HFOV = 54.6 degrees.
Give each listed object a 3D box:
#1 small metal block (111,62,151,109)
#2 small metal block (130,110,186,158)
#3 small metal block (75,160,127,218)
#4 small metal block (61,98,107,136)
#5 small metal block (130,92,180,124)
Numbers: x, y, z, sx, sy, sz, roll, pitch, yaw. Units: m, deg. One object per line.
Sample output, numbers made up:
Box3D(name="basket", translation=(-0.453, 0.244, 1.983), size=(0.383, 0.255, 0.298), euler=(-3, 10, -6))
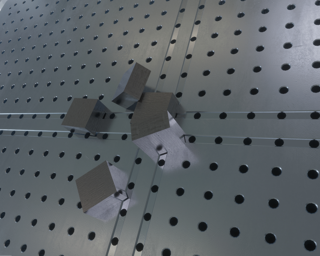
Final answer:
Box3D(name="small metal block", translation=(-0.043, -0.061, 0.454), size=(0.050, 0.025, 0.050), euler=(-22, 43, 60))
Box3D(name="small metal block", translation=(-0.002, 0.009, 0.389), size=(0.050, 0.050, 0.025), euler=(-20, 54, 16))
Box3D(name="small metal block", translation=(-0.077, 0.079, 0.401), size=(0.050, 0.025, 0.050), euler=(-33, 51, 6))
Box3D(name="small metal block", translation=(-0.118, -0.018, 0.483), size=(0.050, 0.025, 0.050), euler=(6, 65, 31))
Box3D(name="small metal block", translation=(-0.007, -0.021, 0.426), size=(0.050, 0.025, 0.050), euler=(4, 64, 30))
